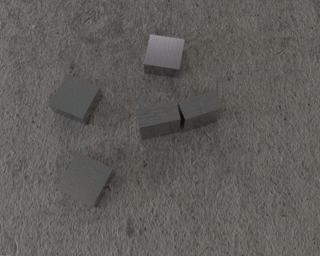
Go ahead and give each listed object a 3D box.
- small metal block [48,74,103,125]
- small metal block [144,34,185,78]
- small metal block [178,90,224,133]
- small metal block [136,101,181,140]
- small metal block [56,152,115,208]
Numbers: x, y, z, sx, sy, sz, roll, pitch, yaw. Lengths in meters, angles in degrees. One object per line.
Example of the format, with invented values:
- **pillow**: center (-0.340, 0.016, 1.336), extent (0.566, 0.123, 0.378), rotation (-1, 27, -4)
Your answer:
- **small metal block**: center (-0.113, -0.038, 0.421), extent (0.050, 0.025, 0.050), rotation (22, 71, 7)
- **small metal block**: center (0.006, -0.103, 0.446), extent (0.050, 0.025, 0.050), rotation (9, 70, 3)
- **small metal block**: center (0.050, -0.020, 0.402), extent (0.050, 0.050, 0.025), rotation (-18, 71, -7)
- **small metal block**: center (-0.002, -0.008, 0.398), extent (0.050, 0.050, 0.025), rotation (-12, 71, -4)
- **small metal block**: center (-0.090, 0.065, 0.384), extent (0.050, 0.025, 0.050), rotation (24, 72, 8)
